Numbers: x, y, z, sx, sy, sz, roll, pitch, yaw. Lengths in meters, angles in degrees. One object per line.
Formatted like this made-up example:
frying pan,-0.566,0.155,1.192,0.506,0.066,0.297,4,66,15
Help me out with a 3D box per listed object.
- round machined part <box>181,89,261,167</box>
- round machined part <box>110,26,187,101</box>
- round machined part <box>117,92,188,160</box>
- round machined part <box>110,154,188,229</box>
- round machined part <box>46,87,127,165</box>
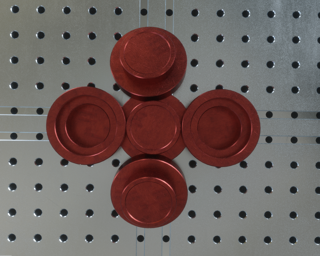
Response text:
round machined part,0.076,0.000,0.405,0.099,0.042,0.097,0,90,-1
round machined part,-0.015,-0.086,0.393,0.099,0.042,0.098,0,76,1
round machined part,-0.008,-0.001,0.404,0.099,0.042,0.097,0,90,-1
round machined part,-0.014,0.085,0.393,0.099,0.042,0.097,0,105,0
round machined part,-0.092,-0.003,0.403,0.099,0.042,0.097,0,90,-1
